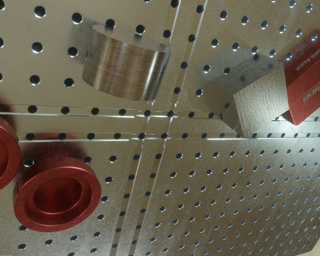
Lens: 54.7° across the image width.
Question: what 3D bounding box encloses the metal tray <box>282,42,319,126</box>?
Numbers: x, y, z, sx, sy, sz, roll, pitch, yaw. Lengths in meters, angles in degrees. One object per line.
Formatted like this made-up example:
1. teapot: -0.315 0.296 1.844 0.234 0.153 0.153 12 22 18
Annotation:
1. metal tray: 0.246 -0.076 0.495 0.130 0.030 0.090 -40 130 -1

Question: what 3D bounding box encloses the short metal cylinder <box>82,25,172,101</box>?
1. short metal cylinder: -0.034 -0.067 0.315 0.081 0.080 0.050 5 116 -31

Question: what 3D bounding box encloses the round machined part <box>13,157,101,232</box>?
1. round machined part: -0.126 0.076 0.378 0.099 0.042 0.097 -14 124 -21

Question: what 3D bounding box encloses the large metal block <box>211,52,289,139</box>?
1. large metal block: 0.128 -0.046 0.436 0.080 0.050 0.080 -32 129 -8

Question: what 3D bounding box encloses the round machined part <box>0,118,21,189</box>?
1. round machined part: -0.194 0.022 0.308 0.099 0.042 0.097 -14 124 -21
